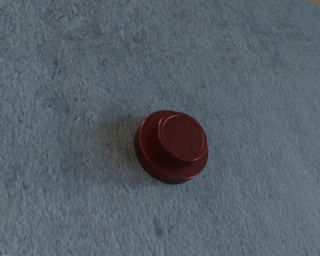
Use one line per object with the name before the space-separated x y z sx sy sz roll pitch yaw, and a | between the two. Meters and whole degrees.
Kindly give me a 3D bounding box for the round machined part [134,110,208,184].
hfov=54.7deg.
round machined part | 0.020 0.018 0.394 0.099 0.042 0.098 14 56 -21
